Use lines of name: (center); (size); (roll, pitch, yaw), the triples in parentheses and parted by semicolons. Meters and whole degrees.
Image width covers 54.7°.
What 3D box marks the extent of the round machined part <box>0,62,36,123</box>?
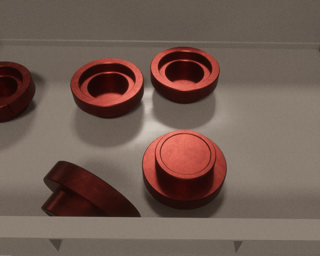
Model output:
round machined part: (-0.223, -0.045, 0.429); (0.099, 0.042, 0.098); (0, 50, 0)

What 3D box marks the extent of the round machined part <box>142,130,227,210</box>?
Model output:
round machined part: (0.029, 0.041, 0.360); (0.099, 0.042, 0.098); (0, 50, 0)

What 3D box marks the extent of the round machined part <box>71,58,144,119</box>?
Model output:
round machined part: (-0.072, -0.051, 0.436); (0.099, 0.042, 0.098); (0, 50, 0)

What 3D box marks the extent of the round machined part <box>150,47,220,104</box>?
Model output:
round machined part: (0.036, -0.074, 0.456); (0.099, 0.042, 0.098); (0, 50, 0)

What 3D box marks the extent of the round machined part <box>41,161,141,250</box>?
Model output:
round machined part: (-0.070, 0.078, 0.292); (0.098, 0.098, 0.042); (24, 61, 19)
